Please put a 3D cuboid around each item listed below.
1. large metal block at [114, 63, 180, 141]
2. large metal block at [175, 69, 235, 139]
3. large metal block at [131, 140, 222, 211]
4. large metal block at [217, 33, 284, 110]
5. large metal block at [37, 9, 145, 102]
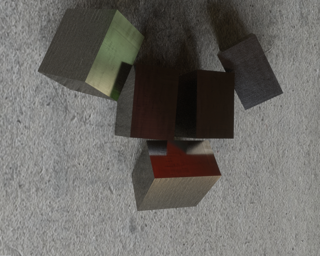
[{"bbox_3d":[-0.019,-0.028,0.375,0.050,0.080,0.080,5,88,-20],"label":"large metal block"},{"bbox_3d":[0.052,-0.028,0.402,0.050,0.080,0.079,1,90,-20],"label":"large metal block"},{"bbox_3d":[0.016,0.059,0.382,0.081,0.079,0.050,1,51,-20],"label":"large metal block"},{"bbox_3d":[0.120,-0.079,0.420,0.050,0.080,0.080,-26,101,20],"label":"large metal block"},{"bbox_3d":[-0.076,-0.082,0.344,0.050,0.080,0.080,32,77,-54],"label":"large metal block"}]
